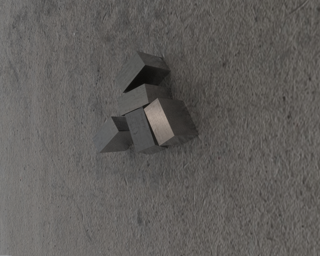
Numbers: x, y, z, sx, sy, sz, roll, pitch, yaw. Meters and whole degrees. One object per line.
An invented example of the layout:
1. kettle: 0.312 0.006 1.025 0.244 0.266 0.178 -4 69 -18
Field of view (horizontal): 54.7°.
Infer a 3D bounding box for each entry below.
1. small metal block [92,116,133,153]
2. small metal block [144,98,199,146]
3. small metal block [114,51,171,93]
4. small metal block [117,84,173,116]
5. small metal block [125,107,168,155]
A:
1. small metal block: -0.058 0.009 0.437 0.050 0.050 0.025 -45 63 31
2. small metal block: 0.014 -0.007 0.377 0.025 0.050 0.050 -36 68 34
3. small metal block: -0.023 -0.070 0.407 0.050 0.050 0.025 -46 63 30
4. small metal block: -0.018 -0.034 0.403 0.050 0.050 0.025 -21 76 38
5. small metal block: -0.017 0.005 0.399 0.025 0.050 0.050 -23 75 14
